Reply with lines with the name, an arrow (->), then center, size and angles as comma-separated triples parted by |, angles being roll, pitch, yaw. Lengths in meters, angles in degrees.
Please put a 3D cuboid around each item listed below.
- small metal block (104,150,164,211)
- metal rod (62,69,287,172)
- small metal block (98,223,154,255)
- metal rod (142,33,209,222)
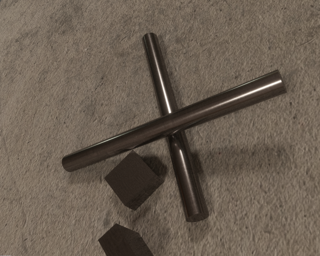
small metal block -> -0.032, 0.064, 0.380 | 0.050, 0.025, 0.050 | -45, 51, -4
metal rod -> -0.004, 0.002, 0.372 | 0.300, 0.025, 0.025 | -21, 53, 26
small metal block -> -0.030, 0.132, 0.322 | 0.025, 0.050, 0.050 | -43, 51, -2
metal rod -> 0.012, -0.025, 0.411 | 0.025, 0.025, 0.299 | -23, 53, 14
